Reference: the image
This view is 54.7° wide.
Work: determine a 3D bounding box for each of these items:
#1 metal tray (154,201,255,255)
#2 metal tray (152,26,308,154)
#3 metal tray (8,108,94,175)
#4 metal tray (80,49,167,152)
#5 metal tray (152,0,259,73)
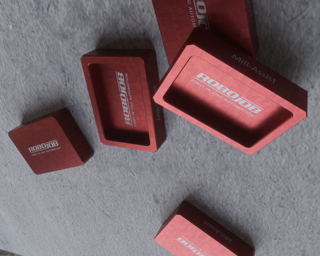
[{"bbox_3d":[0.066,0.181,0.480,0.130,0.030,0.089,35,129,4],"label":"metal tray"},{"bbox_3d":[0.068,-0.032,0.317,0.131,0.030,0.089,29,141,-7],"label":"metal tray"},{"bbox_3d":[-0.182,0.026,0.513,0.130,0.030,0.090,-15,111,33],"label":"metal tray"},{"bbox_3d":[-0.045,-0.035,0.403,0.090,0.030,0.129,7,122,24],"label":"metal tray"},{"bbox_3d":[0.041,-0.124,0.305,0.090,0.030,0.129,-3,117,29],"label":"metal tray"}]
